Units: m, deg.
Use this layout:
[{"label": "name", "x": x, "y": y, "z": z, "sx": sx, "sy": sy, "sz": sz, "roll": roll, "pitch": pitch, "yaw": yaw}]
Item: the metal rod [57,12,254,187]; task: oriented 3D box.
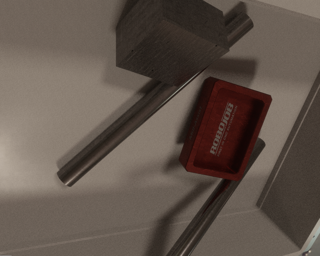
[{"label": "metal rod", "x": -0.005, "y": -0.035, "z": 0.385, "sx": 0.300, "sy": 0.025, "sz": 0.025, "roll": -41, "pitch": 130, "yaw": 0}]

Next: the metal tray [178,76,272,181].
[{"label": "metal tray", "x": 0.089, "y": 0.003, "z": 0.430, "sx": 0.091, "sy": 0.030, "sz": 0.129, "roll": 14, "pitch": 102, "yaw": -19}]

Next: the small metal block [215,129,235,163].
[{"label": "small metal block", "x": 0.090, "y": 0.021, "z": 0.473, "sx": 0.050, "sy": 0.025, "sz": 0.050, "roll": -42, "pitch": 130, "yaw": 0}]

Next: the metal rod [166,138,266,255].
[{"label": "metal rod", "x": 0.073, "y": 0.120, "z": 0.449, "sx": 0.301, "sy": 0.025, "sz": 0.025, "roll": -46, "pitch": 134, "yaw": -28}]

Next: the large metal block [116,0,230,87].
[{"label": "large metal block", "x": 0.010, "y": -0.092, "z": 0.317, "sx": 0.081, "sy": 0.050, "sz": 0.080, "roll": 13, "pitch": 152, "yaw": -34}]
